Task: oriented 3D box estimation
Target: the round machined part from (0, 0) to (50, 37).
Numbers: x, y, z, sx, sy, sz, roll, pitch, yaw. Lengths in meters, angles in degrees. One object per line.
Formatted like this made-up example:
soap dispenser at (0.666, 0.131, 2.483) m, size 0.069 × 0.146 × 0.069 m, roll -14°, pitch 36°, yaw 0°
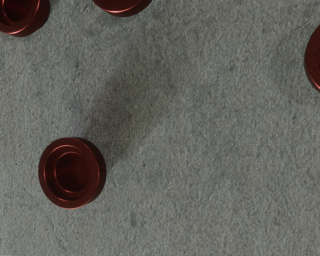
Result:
round machined part at (-0.209, -0.187, 0.472) m, size 0.098 × 0.042 × 0.097 m, roll 0°, pitch 90°, yaw 19°

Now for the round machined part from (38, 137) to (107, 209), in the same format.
round machined part at (-0.119, 0.061, 0.440) m, size 0.098 × 0.042 × 0.097 m, roll 0°, pitch 90°, yaw 19°

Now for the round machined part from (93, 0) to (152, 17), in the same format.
round machined part at (-0.045, -0.197, 0.415) m, size 0.098 × 0.042 × 0.097 m, roll 0°, pitch 90°, yaw 19°

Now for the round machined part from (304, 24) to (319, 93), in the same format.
round machined part at (0.206, -0.074, 0.328) m, size 0.098 × 0.042 × 0.097 m, roll 0°, pitch 90°, yaw 19°
